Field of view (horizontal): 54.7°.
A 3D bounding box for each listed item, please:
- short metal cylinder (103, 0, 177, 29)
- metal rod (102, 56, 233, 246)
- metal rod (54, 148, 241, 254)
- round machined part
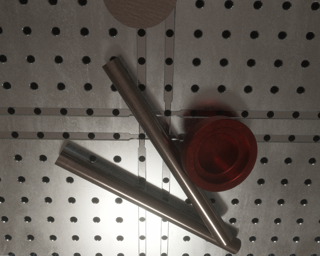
[{"bbox_3d":[-0.021,-0.153,0.343,0.081,0.050,0.079,0,110,0],"label":"short metal cylinder"},{"bbox_3d":[0.017,0.040,0.417,0.025,0.025,0.299,-30,104,10],"label":"metal rod"},{"bbox_3d":[-0.010,0.112,0.454,0.301,0.025,0.025,30,107,-11],"label":"metal rod"},{"bbox_3d":[0.074,0.031,0.409,0.099,0.042,0.097,-4,105,-13],"label":"round machined part"}]
